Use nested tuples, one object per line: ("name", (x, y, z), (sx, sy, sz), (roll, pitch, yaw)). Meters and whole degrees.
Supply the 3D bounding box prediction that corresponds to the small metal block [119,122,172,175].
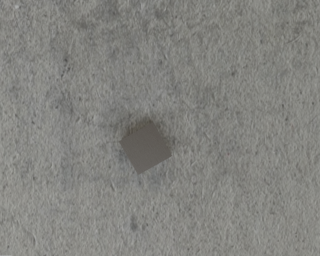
("small metal block", (-0.018, 0.026, 0.410), (0.050, 0.025, 0.050), (-30, 90, 0))
